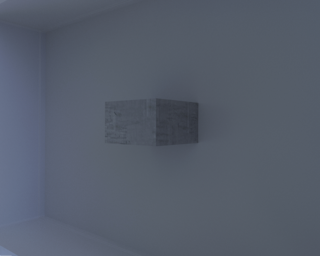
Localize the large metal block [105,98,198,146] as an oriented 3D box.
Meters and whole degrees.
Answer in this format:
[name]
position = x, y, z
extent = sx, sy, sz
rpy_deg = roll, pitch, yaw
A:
[large metal block]
position = -0.009, -0.006, 0.377
extent = 0.080, 0.081, 0.050
rpy_deg = 1, 91, 39
